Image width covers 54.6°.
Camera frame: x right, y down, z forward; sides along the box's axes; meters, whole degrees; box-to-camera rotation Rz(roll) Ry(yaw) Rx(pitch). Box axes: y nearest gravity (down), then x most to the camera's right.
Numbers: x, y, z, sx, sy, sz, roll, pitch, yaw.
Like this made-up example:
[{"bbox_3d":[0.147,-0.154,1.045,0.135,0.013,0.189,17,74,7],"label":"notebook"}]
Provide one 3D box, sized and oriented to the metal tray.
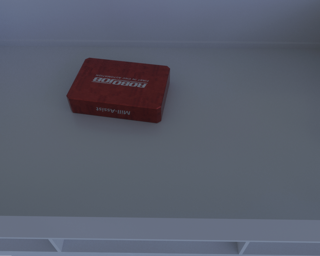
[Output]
[{"bbox_3d":[-0.056,-0.057,0.450,0.131,0.030,0.090,7,50,6],"label":"metal tray"}]
